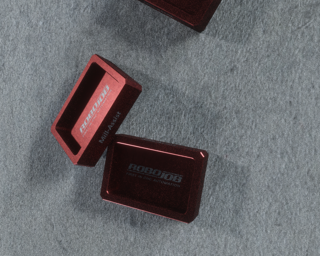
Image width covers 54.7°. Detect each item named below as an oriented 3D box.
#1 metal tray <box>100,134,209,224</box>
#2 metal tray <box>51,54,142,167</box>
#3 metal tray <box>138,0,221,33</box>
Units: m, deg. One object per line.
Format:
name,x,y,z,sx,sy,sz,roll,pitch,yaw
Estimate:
metal tray,-0.009,0.063,0.408,0.130,0.030,0.089,10,93,19
metal tray,-0.090,-0.024,0.419,0.090,0.030,0.129,42,104,38
metal tray,0.020,-0.194,0.398,0.130,0.030,0.090,34,100,16
